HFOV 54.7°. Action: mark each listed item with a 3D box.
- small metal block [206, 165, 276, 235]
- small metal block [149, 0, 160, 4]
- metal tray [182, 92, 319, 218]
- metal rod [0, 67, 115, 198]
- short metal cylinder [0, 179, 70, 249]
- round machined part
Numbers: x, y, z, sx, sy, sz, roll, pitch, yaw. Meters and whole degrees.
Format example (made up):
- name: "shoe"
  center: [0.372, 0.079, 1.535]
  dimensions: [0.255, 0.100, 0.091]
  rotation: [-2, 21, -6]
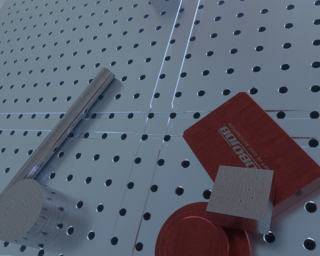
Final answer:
- name: "small metal block"
  center: [0.075, 0.064, 0.283]
  dimensions: [0.050, 0.025, 0.050]
  rotation: [2, 48, 29]
- name: "small metal block"
  center: [-0.005, -0.259, 0.554]
  dimensions: [0.050, 0.050, 0.025]
  rotation: [-17, 55, 18]
- name: "metal tray"
  center: [0.094, 0.030, 0.337]
  dimensions: [0.090, 0.030, 0.130]
  rotation: [-35, 51, 4]
- name: "metal rod"
  center: [-0.171, 0.027, 0.481]
  dimensions: [0.025, 0.025, 0.300]
  rotation: [28, 77, 37]
- name: "short metal cylinder"
  center: [-0.169, 0.114, 0.412]
  dimensions: [0.080, 0.050, 0.080]
  rotation: [-13, 56, 21]
- name: "round machined part"
  center: [0.039, 0.120, 0.303]
  dimensions: [0.098, 0.042, 0.098]
  rotation: [-13, 56, 21]
